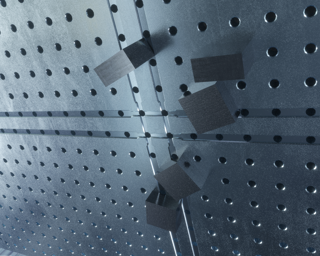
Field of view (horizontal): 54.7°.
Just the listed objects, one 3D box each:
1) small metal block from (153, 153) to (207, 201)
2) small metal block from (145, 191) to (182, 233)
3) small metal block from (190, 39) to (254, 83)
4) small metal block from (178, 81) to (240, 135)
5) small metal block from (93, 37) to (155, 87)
[{"bbox_3d":[0.028,0.070,0.439,0.050,0.025,0.050,48,128,-7],"label":"small metal block"},{"bbox_3d":[0.006,0.132,0.488,0.050,0.025,0.050,12,124,21],"label":"small metal block"},{"bbox_3d":[0.065,-0.069,0.317,0.050,0.050,0.025,0,118,28],"label":"small metal block"},{"bbox_3d":[0.058,-0.026,0.364,0.050,0.025,0.050,-21,107,35],"label":"small metal block"},{"bbox_3d":[-0.042,-0.078,0.367,0.050,0.050,0.025,-23,106,36],"label":"small metal block"}]
